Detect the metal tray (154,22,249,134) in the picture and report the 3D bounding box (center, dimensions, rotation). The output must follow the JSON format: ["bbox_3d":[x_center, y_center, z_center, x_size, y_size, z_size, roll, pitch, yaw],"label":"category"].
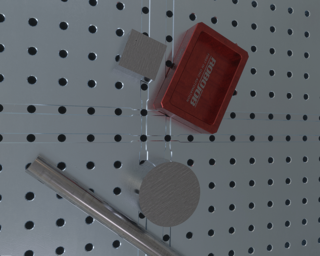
[{"bbox_3d":[0.059,-0.067,0.431,0.090,0.030,0.130,27,81,-18],"label":"metal tray"}]

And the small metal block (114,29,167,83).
[{"bbox_3d":[-0.025,-0.092,0.403,0.050,0.025,0.050,21,83,-19],"label":"small metal block"}]

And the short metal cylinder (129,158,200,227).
[{"bbox_3d":[0.005,0.081,0.401,0.081,0.050,0.079,0,90,-20],"label":"short metal cylinder"}]

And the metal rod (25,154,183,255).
[{"bbox_3d":[-0.037,0.134,0.399,0.300,0.025,0.025,40,77,-16],"label":"metal rod"}]
